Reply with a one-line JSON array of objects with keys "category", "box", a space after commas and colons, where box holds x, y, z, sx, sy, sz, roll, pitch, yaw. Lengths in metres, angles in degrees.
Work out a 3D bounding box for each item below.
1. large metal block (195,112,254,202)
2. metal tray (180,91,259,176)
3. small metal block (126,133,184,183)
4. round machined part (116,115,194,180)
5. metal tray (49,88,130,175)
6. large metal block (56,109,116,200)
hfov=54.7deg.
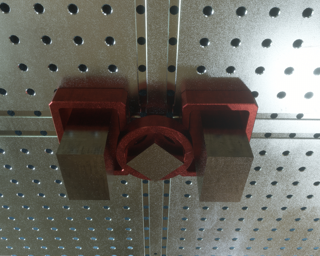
[{"category": "large metal block", "box": [0.075, 0.036, 0.389, 0.050, 0.080, 0.079, 1, 130, -1]}, {"category": "metal tray", "box": [0.072, 0.012, 0.418, 0.091, 0.030, 0.129, 0, 130, 0]}, {"category": "small metal block", "box": [-0.006, 0.036, 0.389, 0.050, 0.025, 0.050, 37, 121, -27]}, {"category": "round machined part", "box": [-0.007, 0.022, 0.407, 0.099, 0.042, 0.097, 0, 130, 0]}, {"category": "metal tray", "box": [-0.086, 0.010, 0.414, 0.091, 0.030, 0.129, 0, 130, -1]}, {"category": "large metal block", "box": [-0.086, 0.033, 0.385, 0.050, 0.080, 0.079, 1, 130, -1]}]
